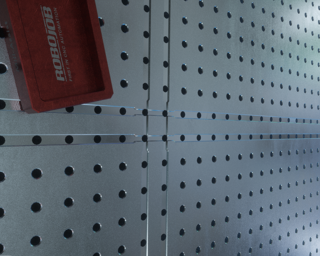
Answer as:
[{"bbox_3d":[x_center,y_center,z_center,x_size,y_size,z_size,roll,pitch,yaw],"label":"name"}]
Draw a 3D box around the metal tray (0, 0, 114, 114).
[{"bbox_3d":[-0.105,-0.086,0.318,0.091,0.030,0.129,-17,101,-39],"label":"metal tray"}]
